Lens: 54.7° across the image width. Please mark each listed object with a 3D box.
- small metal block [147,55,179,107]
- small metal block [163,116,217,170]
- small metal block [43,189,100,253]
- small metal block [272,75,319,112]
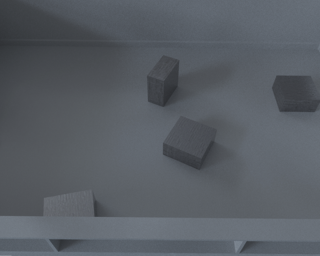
[{"bbox_3d":[0.005,-0.067,0.446,0.025,0.050,0.050,21,53,16],"label":"small metal block"},{"bbox_3d":[0.038,0.018,0.391,0.050,0.025,0.050,22,53,17],"label":"small metal block"},{"bbox_3d":[-0.092,0.096,0.323,0.050,0.025,0.050,-9,51,-8],"label":"small metal block"},{"bbox_3d":[0.197,-0.050,0.450,0.050,0.025,0.050,1,50,0],"label":"small metal block"}]
